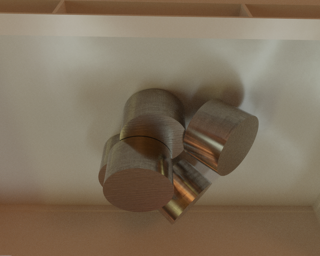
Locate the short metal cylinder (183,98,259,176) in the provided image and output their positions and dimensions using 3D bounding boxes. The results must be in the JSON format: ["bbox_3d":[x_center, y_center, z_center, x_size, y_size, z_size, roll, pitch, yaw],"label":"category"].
[{"bbox_3d":[0.074,0.011,0.374,0.081,0.050,0.079,-32,139,-33],"label":"short metal cylinder"}]

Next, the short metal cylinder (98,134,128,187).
[{"bbox_3d":[-0.042,0.053,0.436,0.081,0.050,0.079,0,130,0],"label":"short metal cylinder"}]

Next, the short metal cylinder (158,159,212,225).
[{"bbox_3d":[0.028,0.090,0.439,0.050,0.081,0.079,43,128,17],"label":"short metal cylinder"}]

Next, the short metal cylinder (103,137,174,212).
[{"bbox_3d":[-0.024,0.056,0.371,0.081,0.050,0.079,0,130,0],"label":"short metal cylinder"}]

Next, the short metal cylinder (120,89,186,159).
[{"bbox_3d":[-0.008,-0.002,0.389,0.081,0.050,0.079,0,130,0],"label":"short metal cylinder"}]
